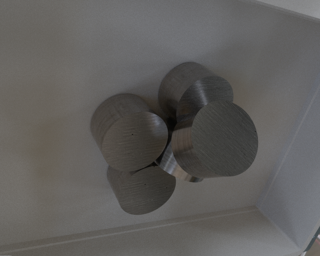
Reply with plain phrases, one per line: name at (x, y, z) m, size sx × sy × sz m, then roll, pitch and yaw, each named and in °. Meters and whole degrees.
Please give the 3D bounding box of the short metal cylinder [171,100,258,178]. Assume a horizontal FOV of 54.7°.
short metal cylinder at (0.059, 0.015, 0.343) m, size 0.081 × 0.050 × 0.080 m, roll 5°, pitch 77°, yaw -21°

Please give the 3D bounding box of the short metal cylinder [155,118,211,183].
short metal cylinder at (0.034, 0.027, 0.409) m, size 0.081 × 0.080 × 0.050 m, roll 14°, pitch 111°, yaw -34°

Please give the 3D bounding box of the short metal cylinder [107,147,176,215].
short metal cylinder at (-0.026, 0.070, 0.421) m, size 0.081 × 0.050 × 0.079 m, roll -14°, pitch 125°, yaw -21°

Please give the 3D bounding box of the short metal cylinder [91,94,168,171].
short metal cylinder at (-0.037, 0.005, 0.374) m, size 0.081 × 0.050 × 0.079 m, roll -14°, pitch 125°, yaw -21°

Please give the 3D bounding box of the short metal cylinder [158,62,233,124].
short metal cylinder at (0.045, -0.037, 0.394) m, size 0.081 × 0.050 × 0.079 m, roll -14°, pitch 125°, yaw -21°
